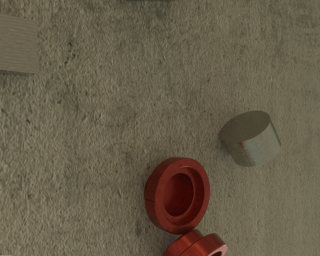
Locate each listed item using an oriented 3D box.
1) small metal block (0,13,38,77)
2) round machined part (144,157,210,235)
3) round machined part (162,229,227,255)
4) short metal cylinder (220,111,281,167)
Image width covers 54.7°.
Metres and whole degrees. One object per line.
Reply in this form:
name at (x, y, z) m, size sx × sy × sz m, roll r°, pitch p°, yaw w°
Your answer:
small metal block at (-0.143, -0.076, 0.285) m, size 0.050 × 0.025 × 0.050 m, roll 0°, pitch 90°, yaw -40°
round machined part at (0.018, 0.087, 0.411) m, size 0.099 × 0.042 × 0.097 m, roll 0°, pitch 90°, yaw -40°
round machined part at (0.039, 0.173, 0.409) m, size 0.099 × 0.042 × 0.097 m, roll -28°, pitch 143°, yaw -24°
short metal cylinder at (0.144, 0.016, 0.493) m, size 0.080 × 0.080 × 0.050 m, roll -47°, pitch 118°, yaw -30°
